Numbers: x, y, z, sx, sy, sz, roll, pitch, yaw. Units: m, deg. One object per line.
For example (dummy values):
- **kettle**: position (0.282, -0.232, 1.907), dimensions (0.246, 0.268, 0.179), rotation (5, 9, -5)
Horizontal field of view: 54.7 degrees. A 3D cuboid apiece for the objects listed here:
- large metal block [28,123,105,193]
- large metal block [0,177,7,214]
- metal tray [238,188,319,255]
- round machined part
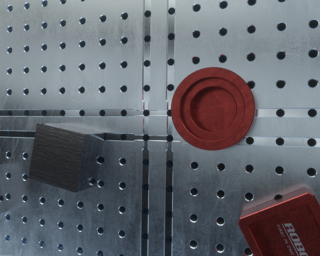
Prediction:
- **large metal block**: position (-0.134, 0.039, 0.447), dimensions (0.080, 0.050, 0.080), rotation (12, 94, 19)
- **large metal block**: position (-0.310, 0.111, 0.509), dimensions (0.080, 0.050, 0.080), rotation (-16, 85, 19)
- **metal tray**: position (0.159, 0.146, 0.353), dimensions (0.090, 0.030, 0.130), rotation (-28, 81, 17)
- **round machined part**: position (0.066, -0.022, 0.380), dimensions (0.098, 0.042, 0.097), rotation (0, 90, 20)
